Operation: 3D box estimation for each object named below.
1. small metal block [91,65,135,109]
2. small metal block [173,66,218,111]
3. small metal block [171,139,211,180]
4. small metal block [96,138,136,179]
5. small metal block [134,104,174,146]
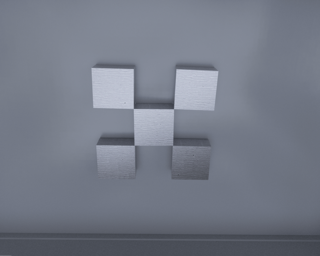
[{"bbox_3d":[-0.057,-0.052,0.389,0.050,0.025,0.050,1,110,-1],"label":"small metal block"},{"bbox_3d":[0.044,-0.050,0.390,0.050,0.025,0.050,2,110,-1],"label":"small metal block"},{"bbox_3d":[0.041,0.043,0.425,0.050,0.025,0.050,1,110,-1],"label":"small metal block"},{"bbox_3d":[-0.058,0.042,0.424,0.050,0.025,0.050,1,110,-1],"label":"small metal block"},{"bbox_3d":[-0.008,-0.005,0.407,0.050,0.025,0.050,0,110,-1],"label":"small metal block"}]
